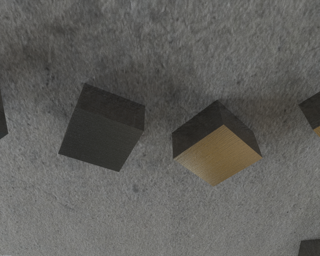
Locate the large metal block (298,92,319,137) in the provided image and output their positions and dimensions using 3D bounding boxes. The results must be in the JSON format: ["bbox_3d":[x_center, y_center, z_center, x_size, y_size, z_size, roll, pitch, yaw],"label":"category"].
[{"bbox_3d":[0.236,-0.014,0.383,0.080,0.050,0.080,-37,121,27],"label":"large metal block"}]

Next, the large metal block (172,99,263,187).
[{"bbox_3d":[0.073,0.022,0.411,0.080,0.050,0.080,37,121,-27],"label":"large metal block"}]

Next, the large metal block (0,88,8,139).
[{"bbox_3d":[-0.224,-0.015,0.346,0.080,0.080,0.050,-29,158,22],"label":"large metal block"}]

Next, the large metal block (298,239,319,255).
[{"bbox_3d":[0.315,0.278,0.613,0.050,0.080,0.080,-8,130,6],"label":"large metal block"}]

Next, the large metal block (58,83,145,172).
[{"bbox_3d":[-0.073,0.002,0.391,0.080,0.050,0.079,20,127,-17],"label":"large metal block"}]
